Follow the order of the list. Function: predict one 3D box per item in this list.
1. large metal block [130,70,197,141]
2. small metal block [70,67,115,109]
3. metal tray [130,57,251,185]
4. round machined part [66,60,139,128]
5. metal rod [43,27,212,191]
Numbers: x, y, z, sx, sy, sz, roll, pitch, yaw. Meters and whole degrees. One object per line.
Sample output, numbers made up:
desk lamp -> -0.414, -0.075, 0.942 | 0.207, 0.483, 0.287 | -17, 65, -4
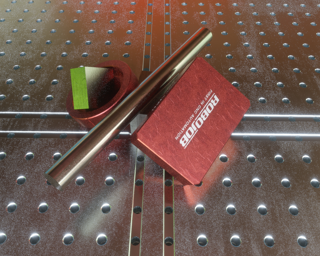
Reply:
large metal block -> 0.008, -0.028, 0.415 | 0.080, 0.050, 0.080 | 7, 50, 5
small metal block -> -0.084, -0.051, 0.397 | 0.025, 0.050, 0.050 | -1, 6, 33
metal tray -> 0.039, -0.009, 0.369 | 0.090, 0.030, 0.130 | 40, 70, -8
round machined part -> -0.071, -0.040, 0.412 | 0.098, 0.042, 0.098 | -15, 50, 20
metal rod -> -0.018, -0.043, 0.378 | 0.025, 0.025, 0.301 | 28, 55, 21
